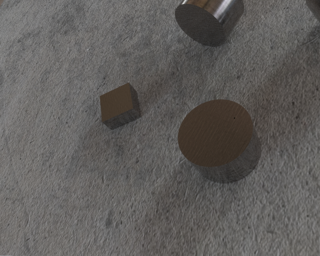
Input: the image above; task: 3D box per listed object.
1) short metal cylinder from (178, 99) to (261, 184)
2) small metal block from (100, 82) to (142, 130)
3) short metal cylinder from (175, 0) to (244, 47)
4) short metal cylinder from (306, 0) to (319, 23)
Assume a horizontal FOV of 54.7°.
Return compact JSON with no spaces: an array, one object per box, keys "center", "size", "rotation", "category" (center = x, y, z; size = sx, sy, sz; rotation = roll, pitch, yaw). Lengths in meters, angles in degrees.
[{"center":[0.067,0.015,0.344],"size":[0.080,0.050,0.080],"rotation":[-13,56,21],"category":"short metal cylinder"},{"center":[-0.058,-0.032,0.454],"size":[0.050,0.025,0.050],"rotation":[-23,53,14],"category":"small metal block"},{"center":[0.068,-0.160,0.431],"size":[0.080,0.080,0.050],"rotation":[25,75,36],"category":"short metal cylinder"},{"center":[0.215,-0.148,0.347],"size":[0.080,0.080,0.050],"rotation":[-22,54,15],"category":"short metal cylinder"}]
